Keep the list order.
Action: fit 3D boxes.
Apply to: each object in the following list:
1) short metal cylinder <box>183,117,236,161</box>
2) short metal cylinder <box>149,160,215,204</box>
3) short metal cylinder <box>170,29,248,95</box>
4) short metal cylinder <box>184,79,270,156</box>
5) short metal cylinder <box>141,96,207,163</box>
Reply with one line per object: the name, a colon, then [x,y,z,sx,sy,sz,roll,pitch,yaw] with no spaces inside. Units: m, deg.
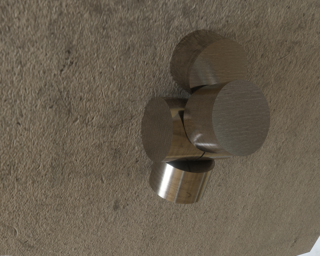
short metal cylinder: [0.063,0.003,0.410,0.050,0.080,0.079,1,118,-28]
short metal cylinder: [0.029,0.059,0.427,0.081,0.080,0.050,0,118,-29]
short metal cylinder: [0.059,-0.075,0.381,0.081,0.050,0.079,-14,125,-21]
short metal cylinder: [0.074,-0.010,0.342,0.081,0.050,0.079,0,90,-29]
short metal cylinder: [0.017,0.002,0.385,0.050,0.080,0.079,1,118,-29]
